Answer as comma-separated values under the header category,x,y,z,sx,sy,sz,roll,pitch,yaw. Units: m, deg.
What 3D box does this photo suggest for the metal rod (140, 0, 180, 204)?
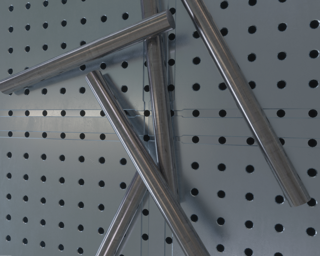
category,x,y,z,sx,sy,sz,roll,pitch,yaw
metal rod,-0.001,-0.046,0.413,0.025,0.025,0.298,-7,88,20

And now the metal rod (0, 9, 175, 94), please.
category,x,y,z,sx,sy,sz,roll,pitch,yaw
metal rod,-0.119,-0.099,0.439,0.300,0.025,0.025,-14,85,25

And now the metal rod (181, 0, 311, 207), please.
category,x,y,z,sx,sy,sz,roll,pitch,yaw
metal rod,0.097,-0.048,0.378,0.025,0.025,0.299,-29,81,18

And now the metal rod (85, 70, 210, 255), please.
category,x,y,z,sx,sy,sz,roll,pitch,yaw
metal rod,-0.021,0.045,0.398,0.025,0.025,0.299,-38,70,16

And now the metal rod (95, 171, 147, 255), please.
category,x,y,z,sx,sy,sz,roll,pitch,yaw
metal rod,-0.082,0.188,0.442,0.025,0.025,0.299,29,99,18
